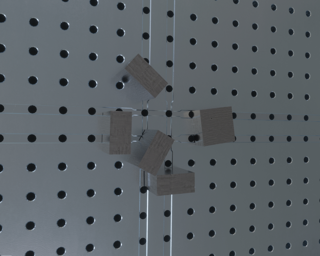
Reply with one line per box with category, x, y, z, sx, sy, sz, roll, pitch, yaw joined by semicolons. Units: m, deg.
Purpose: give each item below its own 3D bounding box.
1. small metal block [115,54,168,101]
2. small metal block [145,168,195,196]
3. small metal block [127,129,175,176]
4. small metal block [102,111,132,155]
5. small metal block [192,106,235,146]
small metal block;-0.024;-0.062;0.390;0.050;0.050;0.025;43;77;-15
small metal block;0.011;0.069;0.403;0.050;0.050;0.025;-1;91;-20
small metal block;-0.012;0.030;0.395;0.025;0.050;0.050;32;80;-17
small metal block;-0.054;0.005;0.379;0.025;0.050;0.050;2;90;-20
small metal block;0.076;-0.003;0.440;0.050;0.025;0.050;-8;93;-20
